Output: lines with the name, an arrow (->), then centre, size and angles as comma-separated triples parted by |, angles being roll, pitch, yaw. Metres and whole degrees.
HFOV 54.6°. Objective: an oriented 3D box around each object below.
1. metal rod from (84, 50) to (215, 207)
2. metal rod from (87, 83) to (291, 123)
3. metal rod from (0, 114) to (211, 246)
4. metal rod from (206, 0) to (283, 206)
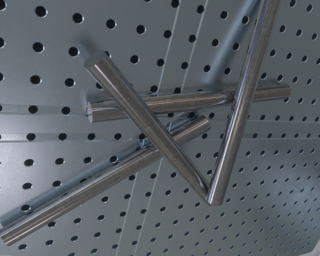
metal rod -> 0.009, 0.023, 0.395 | 0.025, 0.025, 0.300 | -40, 130, -1
metal rod -> 0.056, -0.038, 0.417 | 0.302, 0.025, 0.025 | -8, 122, -24
metal rod -> -0.064, 0.064, 0.414 | 0.301, 0.025, 0.025 | -29, 128, -10
metal rod -> 0.110, -0.035, 0.415 | 0.025, 0.025, 0.298 | 5, 106, -31
